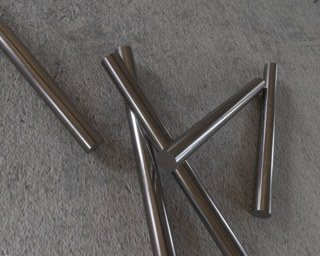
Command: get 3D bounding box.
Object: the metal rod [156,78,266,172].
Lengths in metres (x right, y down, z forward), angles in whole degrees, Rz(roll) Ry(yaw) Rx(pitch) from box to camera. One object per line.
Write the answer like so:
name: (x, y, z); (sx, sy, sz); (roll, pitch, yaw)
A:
metal rod: (0.090, -0.021, 0.431); (0.025, 0.025, 0.302); (49, 41, 6)

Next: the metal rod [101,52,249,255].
metal rod: (0.020, 0.042, 0.364); (0.025, 0.025, 0.299); (-30, 86, -38)

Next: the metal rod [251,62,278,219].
metal rod: (0.171, -0.001, 0.495); (0.025, 0.025, 0.300); (27, 52, -11)

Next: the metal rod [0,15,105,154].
metal rod: (-0.171, -0.091, 0.367); (0.300, 0.025, 0.025); (49, 51, 6)

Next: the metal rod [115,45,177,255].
metal rod: (-0.021, 0.023, 0.378); (0.025, 0.025, 0.299); (1, 61, -28)
